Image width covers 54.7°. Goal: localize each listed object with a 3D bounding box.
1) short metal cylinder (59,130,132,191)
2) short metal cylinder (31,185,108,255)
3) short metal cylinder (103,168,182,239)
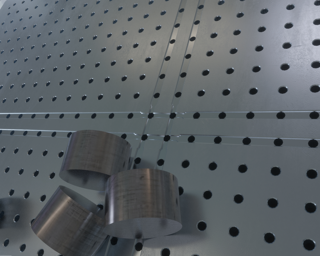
[{"bbox_3d":[-0.079,0.043,0.388,0.080,0.080,0.050,-7,59,25],"label":"short metal cylinder"},{"bbox_3d":[-0.097,0.110,0.357,0.080,0.080,0.050,25,76,37],"label":"short metal cylinder"},{"bbox_3d":[-0.019,0.083,0.332,0.080,0.080,0.050,-17,55,19],"label":"short metal cylinder"}]
